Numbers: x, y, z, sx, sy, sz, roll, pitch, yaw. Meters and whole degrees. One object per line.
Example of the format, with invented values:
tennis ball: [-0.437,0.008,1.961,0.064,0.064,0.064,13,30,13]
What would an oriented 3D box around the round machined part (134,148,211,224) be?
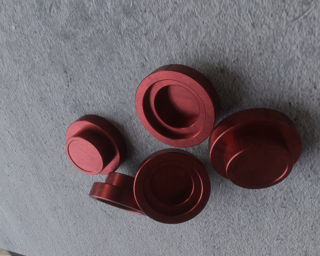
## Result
round machined part: [0.016,0.074,0.415,0.099,0.042,0.097,0,101,-1]

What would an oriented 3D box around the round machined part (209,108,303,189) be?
round machined part: [0.104,0.029,0.336,0.099,0.042,0.097,1,130,1]

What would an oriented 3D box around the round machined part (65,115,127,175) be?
round machined part: [-0.103,0.032,0.470,0.098,0.042,0.097,13,124,21]

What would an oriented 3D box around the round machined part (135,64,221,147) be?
round machined part: [0.024,-0.029,0.366,0.098,0.042,0.097,13,124,21]

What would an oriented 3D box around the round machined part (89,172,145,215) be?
round machined part: [-0.052,0.097,0.463,0.098,0.042,0.098,16,160,6]
